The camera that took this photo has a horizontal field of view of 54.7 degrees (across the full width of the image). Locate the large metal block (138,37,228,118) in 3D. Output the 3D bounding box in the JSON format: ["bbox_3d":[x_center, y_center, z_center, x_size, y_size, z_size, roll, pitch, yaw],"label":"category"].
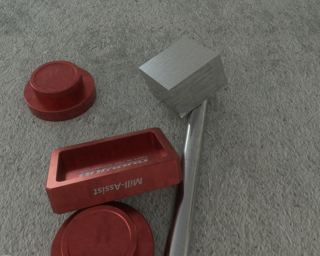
[{"bbox_3d":[0.031,-0.072,0.424,0.080,0.050,0.080,-36,43,-9],"label":"large metal block"}]

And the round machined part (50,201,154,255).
[{"bbox_3d":[-0.055,0.114,0.296,0.099,0.042,0.098,0,50,0],"label":"round machined part"}]

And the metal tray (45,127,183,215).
[{"bbox_3d":[-0.051,0.041,0.340,0.131,0.030,0.090,-13,23,-11],"label":"metal tray"}]

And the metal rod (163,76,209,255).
[{"bbox_3d":[0.036,0.043,0.367,0.025,0.025,0.300,8,50,7],"label":"metal rod"}]

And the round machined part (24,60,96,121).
[{"bbox_3d":[-0.143,-0.059,0.441,0.099,0.042,0.098,0,50,0],"label":"round machined part"}]
